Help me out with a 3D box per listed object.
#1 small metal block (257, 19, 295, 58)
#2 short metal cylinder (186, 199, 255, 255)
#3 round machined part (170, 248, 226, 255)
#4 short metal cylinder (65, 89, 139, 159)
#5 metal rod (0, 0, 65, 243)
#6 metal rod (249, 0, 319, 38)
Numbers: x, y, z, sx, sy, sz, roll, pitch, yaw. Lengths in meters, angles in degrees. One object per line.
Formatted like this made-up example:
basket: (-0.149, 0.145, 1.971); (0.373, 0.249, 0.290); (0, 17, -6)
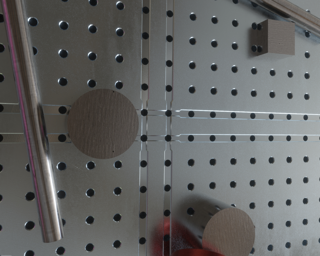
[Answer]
small metal block: (0.179, -0.137, 0.478); (0.050, 0.025, 0.050); (0, 90, -20)
short metal cylinder: (0.083, 0.144, 0.430); (0.081, 0.050, 0.080); (0, 90, -20)
round machined part: (0.055, 0.196, 0.392); (0.098, 0.098, 0.042); (36, 44, -17)
short metal cylinder: (-0.071, -0.005, 0.373); (0.081, 0.050, 0.080); (0, 90, -20)
metal rod: (-0.148, -0.017, 0.357); (0.025, 0.025, 0.298); (-10, 93, -20)
metal rod: (0.150, -0.200, 0.467); (0.302, 0.025, 0.025); (18, 84, -19)
